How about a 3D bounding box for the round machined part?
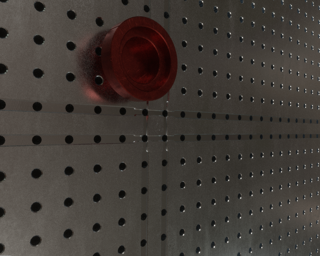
[{"bbox_3d":[-0.029,-0.081,0.376,0.099,0.042,0.097,0,90,-40],"label":"round machined part"}]
